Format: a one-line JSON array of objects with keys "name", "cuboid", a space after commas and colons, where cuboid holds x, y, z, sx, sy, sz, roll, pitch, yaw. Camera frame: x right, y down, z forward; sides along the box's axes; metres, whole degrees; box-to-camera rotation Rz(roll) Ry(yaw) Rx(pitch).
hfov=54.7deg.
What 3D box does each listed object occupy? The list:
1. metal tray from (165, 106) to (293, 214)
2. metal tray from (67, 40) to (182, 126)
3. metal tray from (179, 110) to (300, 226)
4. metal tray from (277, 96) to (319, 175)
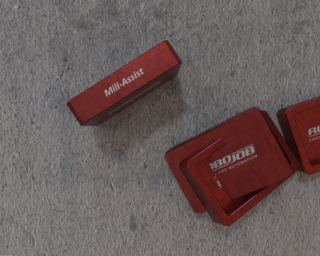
[{"name": "metal tray", "cuboid": [0.084, 0.041, 0.390, 0.130, 0.030, 0.090, -28, 91, 17]}, {"name": "metal tray", "cuboid": [-0.039, -0.049, 0.376, 0.130, 0.090, 0.030, -32, 90, 0]}, {"name": "metal tray", "cuboid": [0.101, 0.047, 0.389, 0.131, 0.030, 0.090, -32, 90, -18]}, {"name": "metal tray", "cuboid": [0.234, -0.002, 0.409, 0.131, 0.030, 0.090, -19, 90, 0]}]
